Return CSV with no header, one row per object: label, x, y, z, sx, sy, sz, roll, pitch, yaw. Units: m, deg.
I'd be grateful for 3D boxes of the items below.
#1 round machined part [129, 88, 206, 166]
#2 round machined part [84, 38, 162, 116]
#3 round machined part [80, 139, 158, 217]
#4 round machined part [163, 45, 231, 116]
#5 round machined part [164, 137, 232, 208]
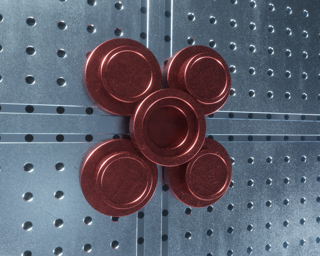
round machined part,0.007,-0.001,0.405,0.099,0.042,0.097,0,90,-21
round machined part,-0.043,-0.064,0.388,0.099,0.042,0.097,0,90,-21
round machined part,-0.048,0.063,0.387,0.099,0.042,0.097,0,90,-21
round machined part,0.056,-0.065,0.425,0.099,0.042,0.097,0,90,-21
round machined part,0.058,0.061,0.426,0.099,0.042,0.097,0,90,-21
